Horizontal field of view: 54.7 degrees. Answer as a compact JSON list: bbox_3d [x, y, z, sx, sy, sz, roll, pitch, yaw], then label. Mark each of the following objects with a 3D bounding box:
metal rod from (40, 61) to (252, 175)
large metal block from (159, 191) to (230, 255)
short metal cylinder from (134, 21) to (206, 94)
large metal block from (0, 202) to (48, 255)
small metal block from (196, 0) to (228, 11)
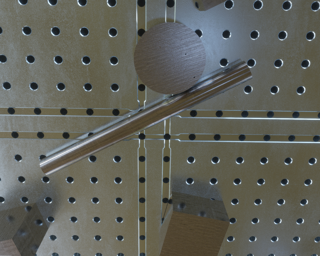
[{"bbox_3d":[-0.024,-0.009,0.409,0.301,0.025,0.025,-25,108,8],"label":"metal rod"},{"bbox_3d":[0.047,0.147,0.455,0.081,0.050,0.079,13,110,-5],"label":"large metal block"},{"bbox_3d":[0.011,-0.085,0.369,0.081,0.050,0.079,0,110,-1],"label":"short metal cylinder"},{"bbox_3d":[-0.219,0.158,0.439,0.080,0.080,0.050,-14,110,5],"label":"large metal block"},{"bbox_3d":[0.049,-0.159,0.342,0.025,0.050,0.050,-24,109,8],"label":"small metal block"}]
